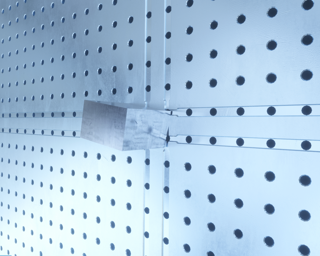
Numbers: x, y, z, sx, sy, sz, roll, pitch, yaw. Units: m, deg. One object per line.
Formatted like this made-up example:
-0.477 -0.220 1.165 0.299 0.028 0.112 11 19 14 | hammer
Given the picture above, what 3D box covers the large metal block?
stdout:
-0.045 -0.005 0.409 0.080 0.081 0.050 13 99 39 | large metal block
